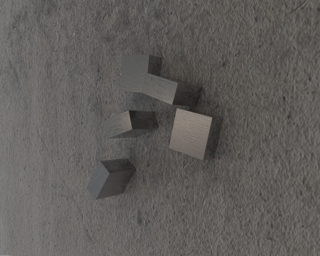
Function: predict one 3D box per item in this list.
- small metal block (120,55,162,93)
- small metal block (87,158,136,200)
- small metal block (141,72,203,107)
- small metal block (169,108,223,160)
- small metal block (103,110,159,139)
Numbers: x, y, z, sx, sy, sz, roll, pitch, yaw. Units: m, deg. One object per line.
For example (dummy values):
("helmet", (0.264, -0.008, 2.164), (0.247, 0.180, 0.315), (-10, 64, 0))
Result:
("small metal block", (-0.027, -0.073, 0.427), (0.050, 0.025, 0.050), (9, 96, 39))
("small metal block", (-0.070, 0.073, 0.446), (0.025, 0.050, 0.050), (44, 117, 31))
("small metal block", (0.015, -0.046, 0.377), (0.050, 0.050, 0.025), (25, 106, 37))
("small metal block", (0.042, 0.006, 0.370), (0.050, 0.025, 0.050), (18, 102, 38))
("small metal block", (-0.039, -0.004, 0.421), (0.050, 0.050, 0.025), (-19, 78, 38))
